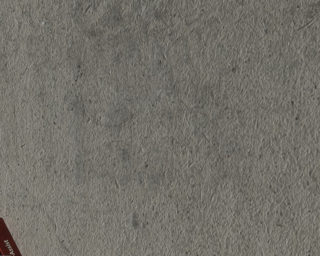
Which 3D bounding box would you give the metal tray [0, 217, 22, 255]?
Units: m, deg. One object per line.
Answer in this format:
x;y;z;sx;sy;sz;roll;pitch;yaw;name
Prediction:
-0.268;0.224;0.500;0.090;0.030;0.130;-37;78;16;metal tray
